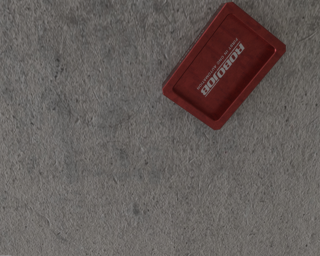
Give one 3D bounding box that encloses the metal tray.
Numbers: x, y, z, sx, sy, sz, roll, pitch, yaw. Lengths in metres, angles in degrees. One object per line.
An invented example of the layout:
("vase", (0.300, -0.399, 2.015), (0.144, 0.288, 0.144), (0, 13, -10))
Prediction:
("metal tray", (0.075, -0.073, 0.380), (0.090, 0.030, 0.130), (34, 106, -12))
